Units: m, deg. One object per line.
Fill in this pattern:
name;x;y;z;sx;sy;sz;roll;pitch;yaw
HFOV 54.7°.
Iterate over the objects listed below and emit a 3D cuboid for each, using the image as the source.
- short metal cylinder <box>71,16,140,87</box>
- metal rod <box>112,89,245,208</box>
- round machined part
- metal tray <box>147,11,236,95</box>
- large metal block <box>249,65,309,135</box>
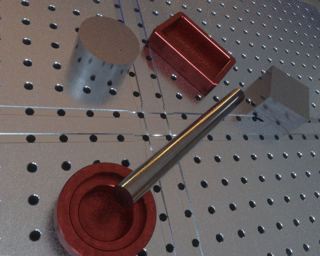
short metal cylinder;-0.074;-0.102;0.416;0.081;0.050;0.080;14;56;-21
metal rod;0.047;0.005;0.401;0.025;0.025;0.302;48;42;5
round machined part;-0.057;0.088;0.314;0.099;0.042;0.098;14;56;-21
metal tray;0.055;-0.126;0.512;0.130;0.030;0.090;42;51;0
large metal block;0.208;-0.049;0.537;0.080;0.050;0.080;29;52;-11
